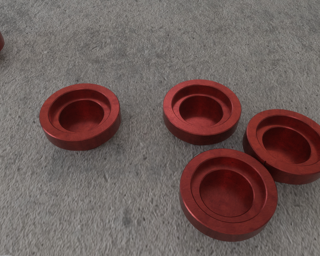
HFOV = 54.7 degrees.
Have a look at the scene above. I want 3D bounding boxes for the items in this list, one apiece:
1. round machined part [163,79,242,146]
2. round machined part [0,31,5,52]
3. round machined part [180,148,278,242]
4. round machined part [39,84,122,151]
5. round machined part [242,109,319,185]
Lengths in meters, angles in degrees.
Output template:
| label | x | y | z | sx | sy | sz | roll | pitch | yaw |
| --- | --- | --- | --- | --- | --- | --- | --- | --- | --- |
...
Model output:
| label | x | y | z | sx | sy | sz | roll | pitch | yaw |
| --- | --- | --- | --- | --- | --- | --- | --- | --- | --- |
| round machined part | 0.053 | -0.016 | 0.406 | 0.099 | 0.042 | 0.098 | 0 | 50 | 0 |
| round machined part | -0.302 | -0.128 | 0.498 | 0.099 | 0.042 | 0.098 | 0 | 50 | 0 |
| round machined part | 0.070 | 0.073 | 0.331 | 0.099 | 0.042 | 0.098 | 0 | 50 | 0 |
| round machined part | -0.099 | -0.010 | 0.399 | 0.099 | 0.042 | 0.098 | 0 | 50 | 0 |
| round machined part | 0.147 | 0.026 | 0.368 | 0.099 | 0.042 | 0.098 | 2 | 48 | -2 |
